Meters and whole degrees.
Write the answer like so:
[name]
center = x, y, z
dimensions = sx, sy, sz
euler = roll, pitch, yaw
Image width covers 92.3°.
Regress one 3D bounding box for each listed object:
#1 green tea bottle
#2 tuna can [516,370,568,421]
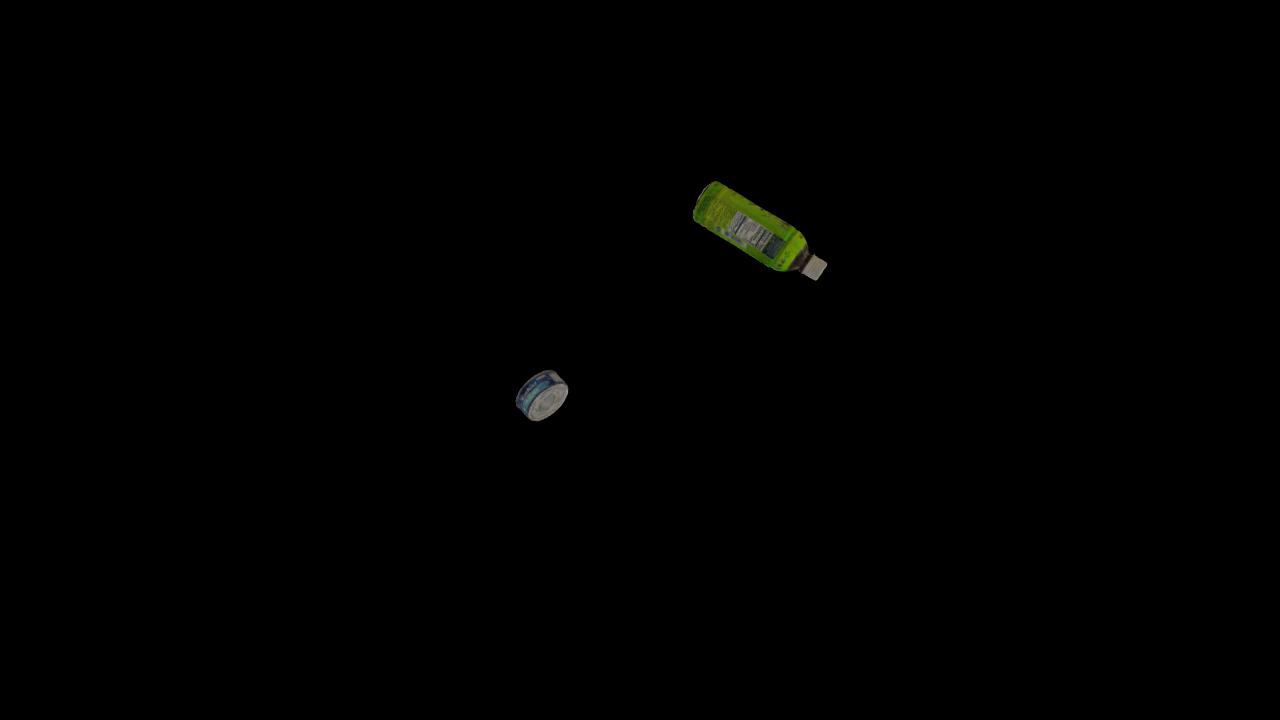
[green tea bottle]
center = 0.181, -0.186, 0.920
dimensions = 0.212, 0.073, 0.073
euler = 37, 9, 12
[tuna can]
center = -0.157, 0.059, 0.996
dimensions = 0.034, 0.084, 0.084
euler = 44, 22, 25
